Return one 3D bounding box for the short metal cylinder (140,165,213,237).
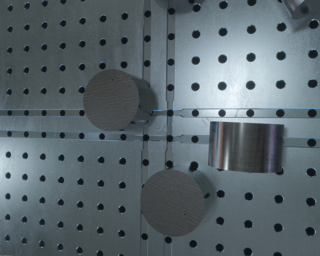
[{"bbox_3d":[0.022,0.089,0.391,0.080,0.050,0.079,0,90,20],"label":"short metal cylinder"}]

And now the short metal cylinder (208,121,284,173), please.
[{"bbox_3d":[0.096,0.019,0.349,0.080,0.080,0.050,3,91,20],"label":"short metal cylinder"}]

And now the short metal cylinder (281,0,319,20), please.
[{"bbox_3d":[0.165,-0.160,0.325,0.080,0.080,0.050,-28,81,18],"label":"short metal cylinder"}]

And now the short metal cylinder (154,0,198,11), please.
[{"bbox_3d":[0.016,-0.198,0.394,0.080,0.050,0.079,0,90,20],"label":"short metal cylinder"}]

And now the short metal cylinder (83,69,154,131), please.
[{"bbox_3d":[-0.055,-0.036,0.419,0.080,0.050,0.079,0,90,20],"label":"short metal cylinder"}]
